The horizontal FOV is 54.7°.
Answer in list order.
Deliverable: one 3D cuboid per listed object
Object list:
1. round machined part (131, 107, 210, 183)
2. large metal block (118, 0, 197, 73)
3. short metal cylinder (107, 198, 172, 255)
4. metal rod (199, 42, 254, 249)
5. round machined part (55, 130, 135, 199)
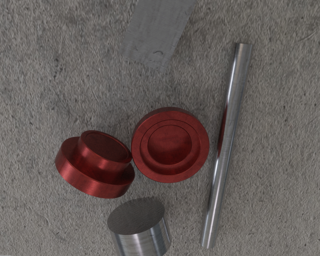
[{"bbox_3d":[0.012,0.019,0.405,0.099,0.042,0.097,-2,109,-5],"label":"round machined part"},{"bbox_3d":[-0.002,-0.114,0.339,0.050,0.080,0.079,23,109,-8],"label":"large metal block"},{"bbox_3d":[-0.028,0.142,0.432,0.080,0.080,0.050,-11,110,4],"label":"short metal cylinder"},{"bbox_3d":[0.087,0.037,0.424,0.025,0.025,0.298,5,110,-2],"label":"metal rod"},{"bbox_3d":[-0.074,0.038,0.384,0.098,0.098,0.042,28,108,-10],"label":"round machined part"}]
